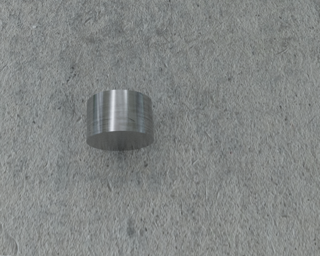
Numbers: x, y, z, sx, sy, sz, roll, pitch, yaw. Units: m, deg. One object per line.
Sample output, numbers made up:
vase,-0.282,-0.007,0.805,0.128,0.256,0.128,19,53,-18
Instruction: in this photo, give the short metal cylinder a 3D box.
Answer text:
short metal cylinder,-0.049,-0.007,0.381,0.080,0.080,0.050,-3,70,-1
